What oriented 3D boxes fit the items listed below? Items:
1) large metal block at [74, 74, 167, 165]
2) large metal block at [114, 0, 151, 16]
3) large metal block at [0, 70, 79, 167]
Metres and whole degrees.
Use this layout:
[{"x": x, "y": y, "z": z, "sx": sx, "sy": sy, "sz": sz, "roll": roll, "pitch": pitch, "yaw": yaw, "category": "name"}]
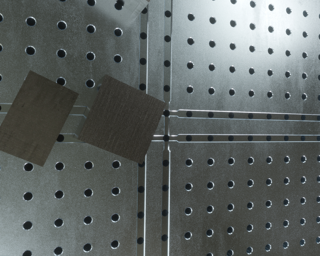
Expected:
[{"x": -0.050, "y": -0.009, "z": 0.382, "sx": 0.080, "sy": 0.050, "sz": 0.080, "roll": 24, "pitch": 82, "yaw": -19, "category": "large metal block"}, {"x": -0.037, "y": -0.203, "z": 0.386, "sx": 0.080, "sy": 0.050, "sz": 0.080, "roll": 30, "pitch": 80, "yaw": -18, "category": "large metal block"}, {"x": -0.133, "y": -0.009, "z": 0.335, "sx": 0.050, "sy": 0.080, "sz": 0.080, "roll": 27, "pitch": 81, "yaw": -19, "category": "large metal block"}]
